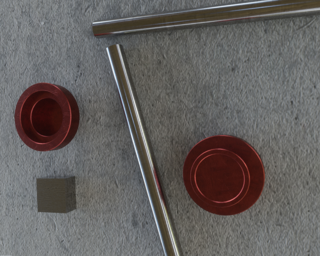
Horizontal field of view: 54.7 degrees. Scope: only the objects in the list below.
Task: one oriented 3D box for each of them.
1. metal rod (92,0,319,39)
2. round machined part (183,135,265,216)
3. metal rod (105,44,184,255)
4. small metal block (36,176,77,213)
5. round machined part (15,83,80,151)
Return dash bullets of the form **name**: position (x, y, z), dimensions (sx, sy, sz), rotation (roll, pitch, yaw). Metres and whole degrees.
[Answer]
- **metal rod**: position (0.052, -0.139, 0.390), dimensions (0.301, 0.025, 0.025), rotation (0, 90, 19)
- **round machined part**: position (0.075, 0.057, 0.374), dimensions (0.098, 0.042, 0.097), rotation (0, 90, 20)
- **metal rod**: position (-0.022, 0.032, 0.416), dimensions (0.025, 0.025, 0.299), rotation (-18, 84, 19)
- **small metal block**: position (-0.155, 0.099, 0.464), dimensions (0.050, 0.025, 0.050), rotation (-3, 89, 20)
- **round machined part**: position (-0.160, -0.016, 0.456), dimensions (0.098, 0.042, 0.097), rotation (0, 90, 20)
